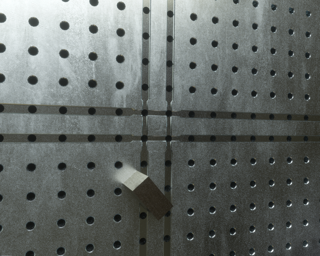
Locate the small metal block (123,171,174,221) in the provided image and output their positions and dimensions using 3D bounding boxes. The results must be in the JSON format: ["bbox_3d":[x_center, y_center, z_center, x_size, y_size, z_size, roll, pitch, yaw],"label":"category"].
[{"bbox_3d":[-0.016,0.084,0.393,0.025,0.050,0.050,-42,103,-15],"label":"small metal block"}]
